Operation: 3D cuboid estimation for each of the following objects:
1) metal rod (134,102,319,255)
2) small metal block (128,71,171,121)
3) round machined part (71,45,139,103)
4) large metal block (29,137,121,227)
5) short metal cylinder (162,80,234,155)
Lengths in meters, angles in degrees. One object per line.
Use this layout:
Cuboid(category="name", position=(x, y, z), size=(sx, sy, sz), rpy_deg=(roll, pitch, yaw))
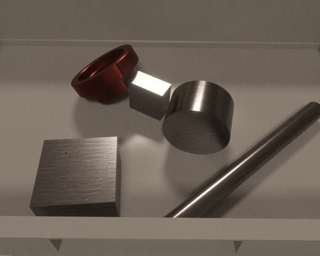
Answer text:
Cuboid(category="metal rod", position=(0.099, 0.047, 0.366), size=(0.302, 0.025, 0.025), rpy_deg=(-32, 57, -25))
Cuboid(category="small metal block", position=(-0.014, -0.043, 0.424), size=(0.050, 0.050, 0.025), rpy_deg=(25, 54, 15))
Cuboid(category="round machined part", position=(-0.071, -0.072, 0.434), size=(0.098, 0.042, 0.098), rpy_deg=(-25, 28, 15))
Cuboid(category="large metal block", position=(-0.086, 0.058, 0.339), size=(0.081, 0.050, 0.080), rpy_deg=(-3, 50, -3))
Cuboid(category="short metal cylinder", position=(0.048, -0.011, 0.380), size=(0.080, 0.080, 0.050), rpy_deg=(11, 51, 8))
